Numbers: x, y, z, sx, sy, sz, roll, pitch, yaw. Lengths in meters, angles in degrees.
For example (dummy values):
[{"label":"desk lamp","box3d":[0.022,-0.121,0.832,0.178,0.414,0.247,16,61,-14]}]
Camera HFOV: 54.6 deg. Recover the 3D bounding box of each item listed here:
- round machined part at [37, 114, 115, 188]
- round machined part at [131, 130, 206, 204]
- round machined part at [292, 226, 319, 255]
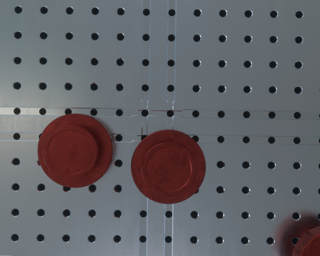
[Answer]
[{"label":"round machined part","box3d":[-0.111,0.030,0.404,0.099,0.042,0.097,0,90,0]},{"label":"round machined part","box3d":[0.011,0.051,0.405,0.099,0.042,0.097,0,90,0]},{"label":"round machined part","box3d":[0.221,0.175,0.406,0.099,0.042,0.097,0,90,0]}]
